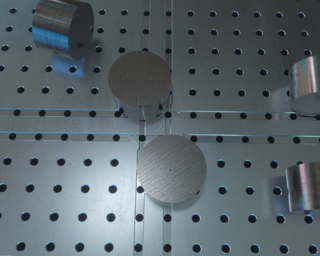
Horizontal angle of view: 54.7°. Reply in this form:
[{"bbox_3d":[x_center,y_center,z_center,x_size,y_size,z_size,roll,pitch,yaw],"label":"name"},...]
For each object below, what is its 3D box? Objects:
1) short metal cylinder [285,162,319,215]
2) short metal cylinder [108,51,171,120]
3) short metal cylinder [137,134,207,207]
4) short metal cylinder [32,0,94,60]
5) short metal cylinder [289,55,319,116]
[{"bbox_3d":[0.191,0.072,0.359,0.081,0.080,0.050,2,70,0],"label":"short metal cylinder"},{"bbox_3d":[-0.026,-0.056,0.419,0.081,0.050,0.080,0,70,0],"label":"short metal cylinder"},{"bbox_3d":[0.013,0.054,0.379,0.081,0.050,0.080,0,70,0],"label":"short metal cylinder"},{"bbox_3d":[-0.132,-0.140,0.432,0.050,0.080,0.080,17,71,5],"label":"short metal cylinder"},{"bbox_3d":[0.212,-0.053,0.405,0.080,0.080,0.050,5,70,1],"label":"short metal cylinder"}]
